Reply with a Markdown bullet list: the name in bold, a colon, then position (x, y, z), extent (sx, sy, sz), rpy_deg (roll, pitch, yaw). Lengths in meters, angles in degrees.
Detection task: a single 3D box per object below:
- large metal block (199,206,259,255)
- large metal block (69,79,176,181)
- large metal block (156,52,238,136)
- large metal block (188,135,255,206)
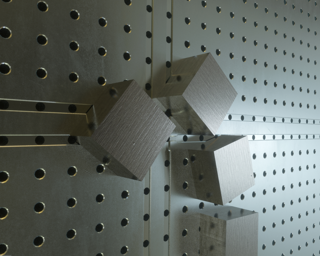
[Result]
- **large metal block**: position (0.108, 0.172, 0.482), extent (0.081, 0.050, 0.080), rpy_deg (2, 89, -40)
- **large metal block**: position (-0.040, 0.003, 0.358), extent (0.080, 0.050, 0.080), rpy_deg (47, 62, -30)
- **large metal block**: position (0.055, -0.046, 0.437), extent (0.080, 0.050, 0.080), rpy_deg (48, 62, -29)
- **large metal block**: position (0.095, 0.060, 0.471), extent (0.081, 0.050, 0.080), rpy_deg (-19, 102, -38)
